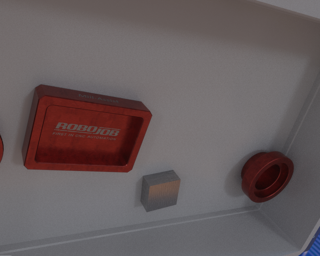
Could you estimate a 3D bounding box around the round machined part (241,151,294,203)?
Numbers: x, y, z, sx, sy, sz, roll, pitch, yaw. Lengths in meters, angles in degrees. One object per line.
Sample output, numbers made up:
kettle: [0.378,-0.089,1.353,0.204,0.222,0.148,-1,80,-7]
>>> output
round machined part: [0.185,0.082,0.553,0.099,0.042,0.097,-14,125,-21]

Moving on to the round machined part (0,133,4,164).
round machined part: [-0.203,0.026,0.295,0.099,0.042,0.097,-20,129,-26]

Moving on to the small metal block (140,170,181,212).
small metal block: [0.000,0.095,0.470,0.050,0.025,0.050,-8,122,-25]

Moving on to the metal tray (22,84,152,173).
metal tray: [-0.084,0.006,0.364,0.131,0.030,0.089,7,115,-32]
